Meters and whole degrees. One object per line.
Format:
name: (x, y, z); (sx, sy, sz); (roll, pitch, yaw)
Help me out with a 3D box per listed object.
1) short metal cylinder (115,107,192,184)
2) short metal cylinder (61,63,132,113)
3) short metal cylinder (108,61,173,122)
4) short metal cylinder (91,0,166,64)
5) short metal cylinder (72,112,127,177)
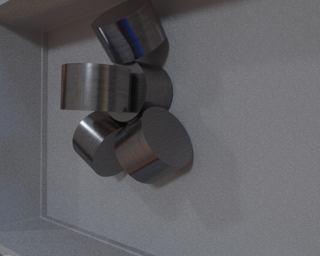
short metal cylinder: (-0.007, 0.021, 0.375); (0.050, 0.081, 0.080); (-36, 68, 35)
short metal cylinder: (-0.074, -0.045, 0.364); (0.080, 0.081, 0.050); (4, 93, 40)
short metal cylinder: (-0.030, -0.048, 0.412); (0.080, 0.050, 0.080); (0, 90, 40)
short metal cylinder: (-0.039, -0.125, 0.393); (0.080, 0.080, 0.050); (5, 136, 40)
short metal cylinder: (-0.072, 0.020, 0.428); (0.050, 0.081, 0.079); (36, 112, 34)
